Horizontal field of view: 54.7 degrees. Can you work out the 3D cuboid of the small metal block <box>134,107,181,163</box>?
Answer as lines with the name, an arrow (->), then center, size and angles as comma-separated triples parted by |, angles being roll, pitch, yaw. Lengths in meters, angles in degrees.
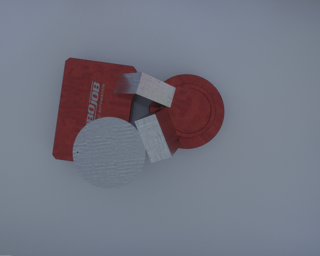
small metal block -> -0.001, 0.006, 0.358 | 0.025, 0.050, 0.050 | -19, 97, 18

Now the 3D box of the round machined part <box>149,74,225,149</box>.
round machined part -> 0.035, -0.021, 0.401 | 0.099, 0.042, 0.097 | 0, 90, -1

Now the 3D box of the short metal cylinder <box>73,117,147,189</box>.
short metal cylinder -> -0.056, 0.027, 0.367 | 0.081, 0.050, 0.079 | 0, 90, -1

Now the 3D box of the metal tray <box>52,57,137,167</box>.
metal tray -> -0.083, -0.020, 0.404 | 0.091, 0.030, 0.129 | 8, 90, -1

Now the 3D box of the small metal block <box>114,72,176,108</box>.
small metal block -> -0.019, -0.045, 0.372 | 0.050, 0.050, 0.025 | 19, 83, -37
